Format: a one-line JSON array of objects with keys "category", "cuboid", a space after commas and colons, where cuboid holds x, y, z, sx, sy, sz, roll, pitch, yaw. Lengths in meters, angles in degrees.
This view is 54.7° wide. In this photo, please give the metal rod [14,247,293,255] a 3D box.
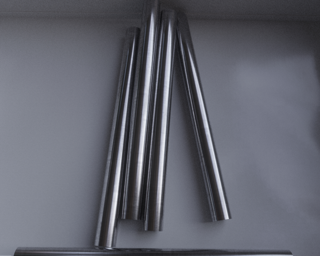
[{"category": "metal rod", "cuboid": [-0.002, 0.146, 0.343, 0.302, 0.025, 0.025, 2, 70, -5]}]

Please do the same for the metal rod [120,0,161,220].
[{"category": "metal rod", "cuboid": [-0.023, -0.036, 0.407, 0.025, 0.025, 0.299, 4, 76, 1]}]

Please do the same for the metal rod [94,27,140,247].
[{"category": "metal rod", "cuboid": [-0.051, -0.003, 0.410, 0.025, 0.025, 0.299, 5, 70, 2]}]

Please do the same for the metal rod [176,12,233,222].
[{"category": "metal rod", "cuboid": [0.051, -0.029, 0.420, 0.025, 0.025, 0.299, -8, 70, -3]}]

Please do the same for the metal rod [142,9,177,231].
[{"category": "metal rod", "cuboid": [0.002, -0.022, 0.407, 0.025, 0.025, 0.299, 4, 74, 1]}]
